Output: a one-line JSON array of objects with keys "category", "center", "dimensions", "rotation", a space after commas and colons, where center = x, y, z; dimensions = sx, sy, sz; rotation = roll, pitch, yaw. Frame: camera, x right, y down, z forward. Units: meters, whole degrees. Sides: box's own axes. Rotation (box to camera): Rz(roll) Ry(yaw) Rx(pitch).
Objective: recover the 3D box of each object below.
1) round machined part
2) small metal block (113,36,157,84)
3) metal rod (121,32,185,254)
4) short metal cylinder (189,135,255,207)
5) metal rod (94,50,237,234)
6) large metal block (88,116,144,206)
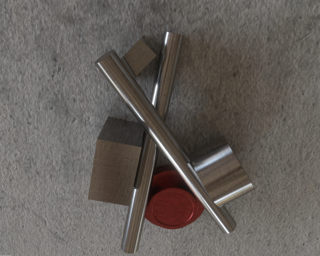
[{"category": "round machined part", "center": [0.017, 0.104, 0.441], "dimensions": [0.099, 0.042, 0.097], "rotation": [0, 110, -1]}, {"category": "small metal block", "center": [-0.030, -0.080, 0.367], "dimensions": [0.050, 0.050, 0.025], "rotation": [-43, 105, 14]}, {"category": "metal rod", "center": [-0.013, 0.029, 0.405], "dimensions": [0.025, 0.025, 0.298], "rotation": [11, 104, -5]}, {"category": "short metal cylinder", "center": [0.081, 0.056, 0.404], "dimensions": [0.050, 0.080, 0.080], "rotation": [-30, 108, 10]}, {"category": "metal rod", "center": [0.021, 0.035, 0.388], "dimensions": [0.025, 0.025, 0.299], "rotation": [-31, 116, 10]}, {"category": "large metal block", "center": [-0.054, 0.039, 0.396], "dimensions": [0.050, 0.080, 0.079], "rotation": [11, 110, -5]}]
